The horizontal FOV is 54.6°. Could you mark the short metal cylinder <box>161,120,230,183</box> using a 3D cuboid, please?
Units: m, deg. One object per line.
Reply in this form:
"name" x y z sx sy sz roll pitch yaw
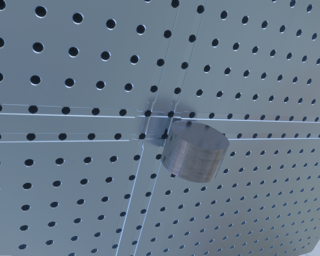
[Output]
"short metal cylinder" 0.047 0.030 0.418 0.081 0.080 0.050 3 117 -30
